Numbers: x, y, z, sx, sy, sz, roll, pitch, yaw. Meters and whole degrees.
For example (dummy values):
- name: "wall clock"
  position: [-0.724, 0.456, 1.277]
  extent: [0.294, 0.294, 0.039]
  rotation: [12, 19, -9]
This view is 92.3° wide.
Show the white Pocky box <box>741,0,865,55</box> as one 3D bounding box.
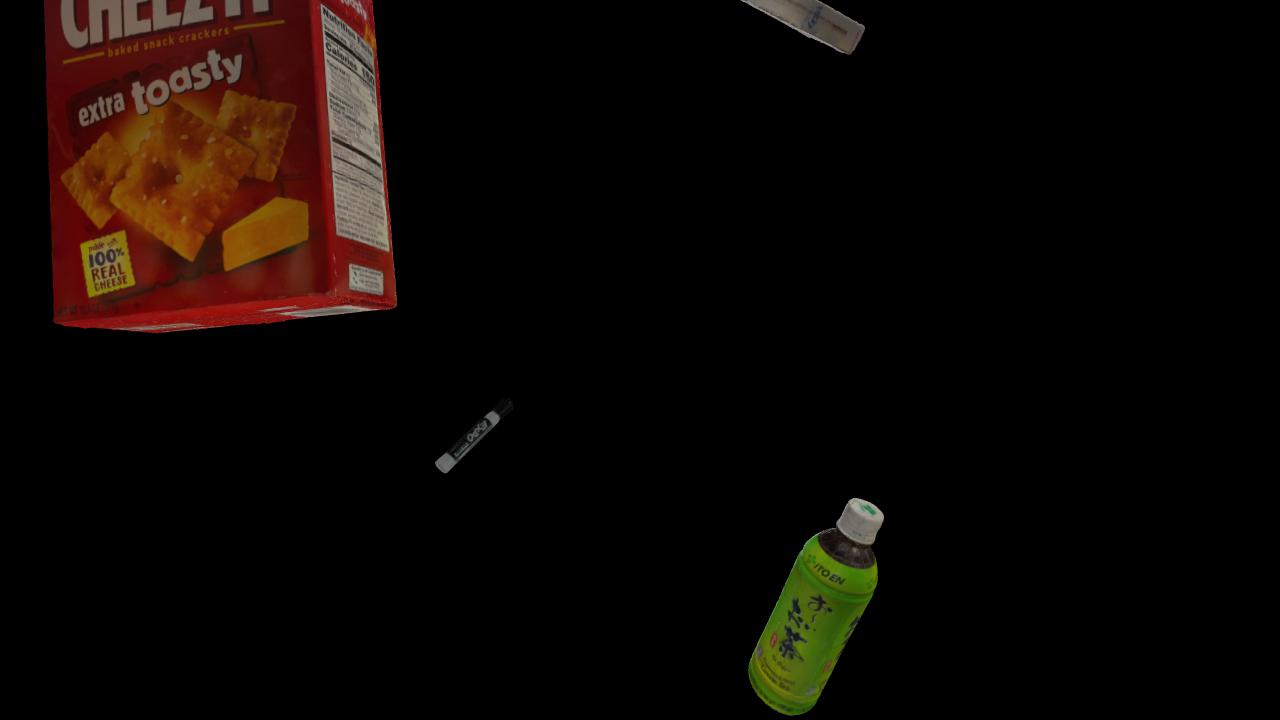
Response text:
- name: "white Pocky box"
  position: [0.122, -0.318, 0.544]
  extent: [0.154, 0.028, 0.084]
  rotation: [1, 39, -37]

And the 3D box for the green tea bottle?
- name: "green tea bottle"
  position: [0.161, 0.218, 0.552]
  extent: [0.073, 0.212, 0.073]
  rotation: [13, 20, -5]

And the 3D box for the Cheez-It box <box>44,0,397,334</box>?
- name: "Cheez-It box"
  position: [-0.238, -0.133, 0.353]
  extent: [0.166, 0.223, 0.071]
  rotation: [-5, -2, 7]

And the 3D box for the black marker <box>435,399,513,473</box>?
- name: "black marker"
  position: [-0.196, 0.088, 0.742]
  extent: [0.020, 0.020, 0.121]
  rotation: [0, 37, 43]
